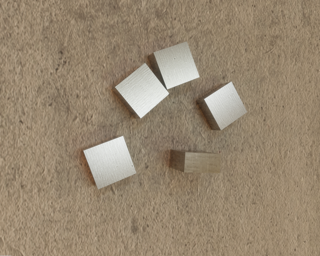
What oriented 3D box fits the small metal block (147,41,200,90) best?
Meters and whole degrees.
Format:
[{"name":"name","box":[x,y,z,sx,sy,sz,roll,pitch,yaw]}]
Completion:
[{"name":"small metal block","box":[0.018,-0.082,0.415,0.050,0.025,0.050,-23,98,-19]}]

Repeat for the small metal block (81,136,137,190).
[{"name":"small metal block","box":[-0.064,0.041,0.385,0.050,0.025,0.050,-21,97,-19]}]

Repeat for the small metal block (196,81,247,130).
[{"name":"small metal block","box":[0.088,-0.031,0.441,0.050,0.025,0.050,-33,101,-17]}]

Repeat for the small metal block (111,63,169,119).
[{"name":"small metal block","box":[-0.026,-0.047,0.399,0.050,0.025,0.050,-42,104,-15]}]

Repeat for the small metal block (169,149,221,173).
[{"name":"small metal block","box":[0.045,0.044,0.412,0.050,0.050,0.025,4,89,-20]}]
